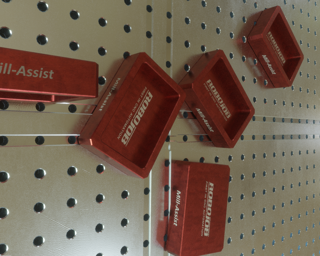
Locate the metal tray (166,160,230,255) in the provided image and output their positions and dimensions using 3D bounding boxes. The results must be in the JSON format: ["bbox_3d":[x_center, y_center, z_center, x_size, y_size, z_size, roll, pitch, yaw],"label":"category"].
[{"bbox_3d":[0.058,0.116,0.454,0.091,0.030,0.129,10,84,-39],"label":"metal tray"}]

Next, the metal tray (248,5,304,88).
[{"bbox_3d":[0.224,-0.151,0.591,0.130,0.030,0.090,47,62,-30],"label":"metal tray"}]

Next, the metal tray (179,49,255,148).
[{"bbox_3d":[0.092,-0.043,0.481,0.090,0.030,0.130,-52,120,-27],"label":"metal tray"}]

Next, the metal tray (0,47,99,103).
[{"bbox_3d":[-0.129,-0.042,0.257,0.131,0.090,0.030,1,90,-40],"label":"metal tray"}]

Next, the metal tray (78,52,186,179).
[{"bbox_3d":[-0.028,-0.015,0.381,0.090,0.030,0.130,40,66,-33],"label":"metal tray"}]
